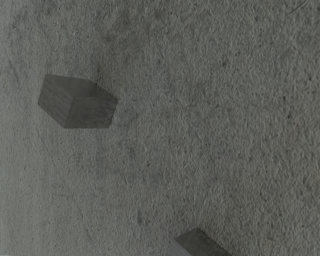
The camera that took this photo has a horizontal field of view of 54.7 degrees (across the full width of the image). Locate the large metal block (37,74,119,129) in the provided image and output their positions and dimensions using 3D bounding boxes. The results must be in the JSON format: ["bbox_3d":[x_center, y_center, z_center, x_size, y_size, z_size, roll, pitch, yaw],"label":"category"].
[{"bbox_3d":[-0.125,-0.040,0.472,0.080,0.081,0.050,34,111,34],"label":"large metal block"}]

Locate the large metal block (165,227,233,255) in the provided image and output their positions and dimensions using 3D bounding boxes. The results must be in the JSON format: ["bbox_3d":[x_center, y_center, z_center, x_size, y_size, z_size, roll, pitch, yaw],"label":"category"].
[{"bbox_3d":[0.045,0.176,0.352,0.080,0.050,0.079,33,110,35],"label":"large metal block"}]
